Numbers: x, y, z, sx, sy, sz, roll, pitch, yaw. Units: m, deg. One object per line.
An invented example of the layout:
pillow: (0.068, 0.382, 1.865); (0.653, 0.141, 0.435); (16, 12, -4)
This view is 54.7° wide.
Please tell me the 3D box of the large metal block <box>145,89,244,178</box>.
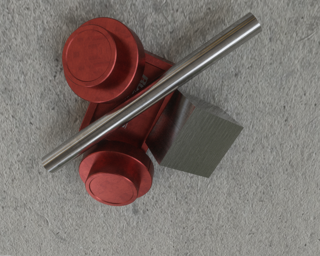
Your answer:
large metal block: (0.041, 0.009, 0.386); (0.080, 0.050, 0.080); (19, 110, -33)

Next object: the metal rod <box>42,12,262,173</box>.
metal rod: (-0.019, -0.035, 0.367); (0.300, 0.025, 0.025); (-33, 107, 11)

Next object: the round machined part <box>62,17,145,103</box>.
round machined part: (-0.070, -0.078, 0.351); (0.098, 0.042, 0.097); (0, 89, 20)

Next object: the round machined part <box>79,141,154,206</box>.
round machined part: (-0.059, 0.066, 0.407); (0.099, 0.042, 0.097); (4, 131, 5)

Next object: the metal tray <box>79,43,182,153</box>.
metal tray: (-0.037, -0.034, 0.395); (0.090, 0.030, 0.129); (23, 108, -9)
